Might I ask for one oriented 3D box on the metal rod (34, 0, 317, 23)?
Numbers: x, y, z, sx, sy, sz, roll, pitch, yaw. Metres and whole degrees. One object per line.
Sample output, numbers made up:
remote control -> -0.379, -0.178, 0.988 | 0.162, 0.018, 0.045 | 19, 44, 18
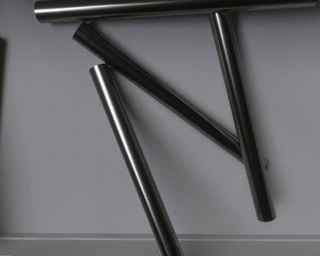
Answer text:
metal rod -> 0.010, -0.137, 0.340 | 0.302, 0.025, 0.025 | -1, 110, 8

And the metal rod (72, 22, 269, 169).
metal rod -> 0.023, -0.031, 0.400 | 0.301, 0.025, 0.025 | 35, 106, -13

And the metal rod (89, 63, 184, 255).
metal rod -> -0.020, 0.063, 0.378 | 0.025, 0.025, 0.299 | -22, 87, 7

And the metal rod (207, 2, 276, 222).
metal rod -> 0.103, -0.019, 0.386 | 0.025, 0.025, 0.298 | -16, 103, 5
